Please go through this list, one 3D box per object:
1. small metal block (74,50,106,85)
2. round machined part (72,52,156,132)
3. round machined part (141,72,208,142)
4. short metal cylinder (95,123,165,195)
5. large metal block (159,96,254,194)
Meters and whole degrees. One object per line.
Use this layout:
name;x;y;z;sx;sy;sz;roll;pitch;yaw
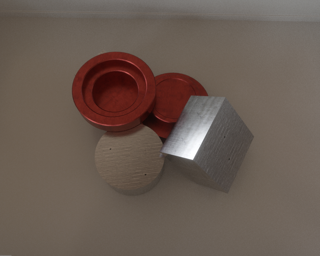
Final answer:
small metal block;-0.082;-0.069;0.418;0.025;0.050;0.050;42;76;13
round machined part;-0.054;-0.041;0.382;0.099;0.042;0.098;0;70;-1
round machined part;0.018;-0.031;0.409;0.099;0.042;0.098;0;70;-1
short metal cylinder;-0.035;0.039;0.380;0.081;0.050;0.080;0;70;0
large metal block;0.058;0.019;0.365;0.050;0.080;0.080;9;63;47
